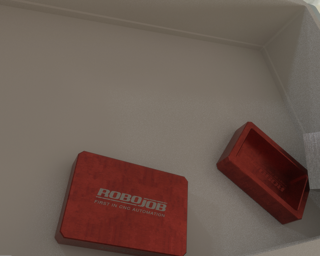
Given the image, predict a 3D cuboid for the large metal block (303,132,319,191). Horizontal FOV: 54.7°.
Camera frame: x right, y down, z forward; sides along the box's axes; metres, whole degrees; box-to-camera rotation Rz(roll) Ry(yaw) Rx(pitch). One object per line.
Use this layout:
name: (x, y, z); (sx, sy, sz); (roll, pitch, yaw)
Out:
large metal block: (0.256, 0.046, 0.437); (0.050, 0.080, 0.080); (22, 63, -50)

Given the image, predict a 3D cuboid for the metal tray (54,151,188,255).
metal tray: (-0.035, 0.085, 0.333); (0.131, 0.030, 0.090); (17, 55, -19)

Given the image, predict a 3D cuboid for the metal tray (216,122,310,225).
metal tray: (0.155, 0.063, 0.449); (0.130, 0.030, 0.090); (41, 51, -1)
